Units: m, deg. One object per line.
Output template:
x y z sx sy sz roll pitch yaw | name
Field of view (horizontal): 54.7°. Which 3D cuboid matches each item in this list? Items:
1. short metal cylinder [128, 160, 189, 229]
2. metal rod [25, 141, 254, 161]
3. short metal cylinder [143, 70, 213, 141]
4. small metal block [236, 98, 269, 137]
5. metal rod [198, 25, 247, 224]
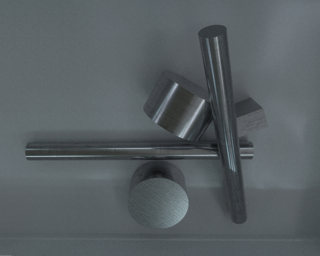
-0.003 0.092 0.432 0.081 0.050 0.079 0 110 -1 | short metal cylinder
-0.026 0.031 0.422 0.302 0.025 0.025 0 110 -1 | metal rod
0.027 -0.027 0.372 0.080 0.080 0.050 27 108 -10 | short metal cylinder
0.103 -0.012 0.395 0.050 0.050 0.025 -21 109 7 | small metal block
0.082 0.024 0.368 0.025 0.025 0.299 -14 130 5 | metal rod
